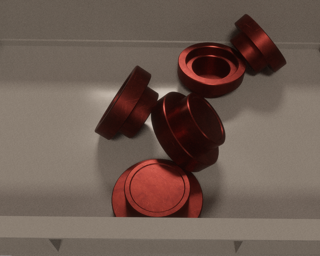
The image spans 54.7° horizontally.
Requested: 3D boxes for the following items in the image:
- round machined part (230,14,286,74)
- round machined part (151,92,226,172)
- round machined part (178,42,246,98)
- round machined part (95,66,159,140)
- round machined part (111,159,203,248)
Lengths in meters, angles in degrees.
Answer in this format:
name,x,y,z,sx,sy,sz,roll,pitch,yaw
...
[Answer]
name,x,y,z,sx,sy,sz,roll,pitch,yaw
round machined part,0.145,-0.123,0.476,0.042,0.098,0.098,-39,51,18
round machined part,0.039,-0.002,0.360,0.098,0.042,0.098,35,37,-31
round machined part,0.075,-0.083,0.465,0.099,0.042,0.098,0,50,0
round machined part,-0.037,-0.026,0.388,0.042,0.098,0.098,33,51,-12
round machined part,-0.003,0.073,0.333,0.099,0.042,0.098,0,50,0
